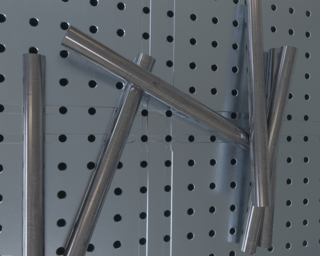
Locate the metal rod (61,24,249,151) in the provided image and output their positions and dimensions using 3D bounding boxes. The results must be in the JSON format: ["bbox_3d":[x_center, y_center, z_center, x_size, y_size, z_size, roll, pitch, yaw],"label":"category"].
[{"bbox_3d":[0.020,-0.038,0.398,0.301,0.025,0.025,27,81,-26],"label":"metal rod"}]

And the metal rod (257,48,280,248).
[{"bbox_3d":[0.168,0.029,0.474,0.025,0.025,0.298,5,88,-20],"label":"metal rod"}]

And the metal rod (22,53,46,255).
[{"bbox_3d":[-0.146,0.066,0.358,0.025,0.025,0.298,0,90,-20],"label":"metal rod"}]

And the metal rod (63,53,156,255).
[{"bbox_3d":[-0.067,0.048,0.387,0.025,0.025,0.299,22,83,-19],"label":"metal rod"}]

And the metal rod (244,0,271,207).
[{"bbox_3d":[0.138,-0.042,0.442,0.025,0.025,0.299,3,81,-20],"label":"metal rod"}]

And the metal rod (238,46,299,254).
[{"bbox_3d":[0.157,0.032,0.450,0.025,0.025,0.298,11,92,-20],"label":"metal rod"}]
